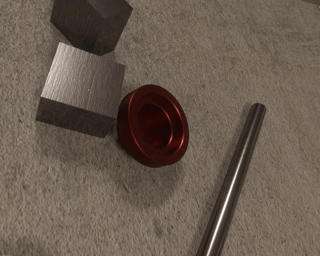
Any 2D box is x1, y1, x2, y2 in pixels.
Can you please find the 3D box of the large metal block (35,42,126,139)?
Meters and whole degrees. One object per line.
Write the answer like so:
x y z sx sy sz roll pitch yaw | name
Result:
-0.092 -0.043 0.365 0.081 0.050 0.080 17 55 -19 | large metal block

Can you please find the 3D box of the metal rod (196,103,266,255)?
0.102 0.067 0.419 0.025 0.025 0.301 36 51 -5 | metal rod

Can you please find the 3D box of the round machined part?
-0.013 0.000 0.374 0.099 0.042 0.098 20 61 -40 | round machined part

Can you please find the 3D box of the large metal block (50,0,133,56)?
-0.093 -0.150 0.411 0.080 0.080 0.050 48 51 5 | large metal block
